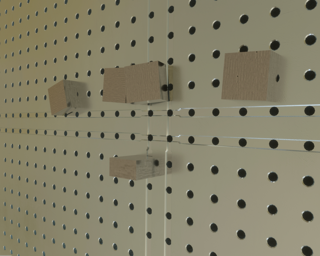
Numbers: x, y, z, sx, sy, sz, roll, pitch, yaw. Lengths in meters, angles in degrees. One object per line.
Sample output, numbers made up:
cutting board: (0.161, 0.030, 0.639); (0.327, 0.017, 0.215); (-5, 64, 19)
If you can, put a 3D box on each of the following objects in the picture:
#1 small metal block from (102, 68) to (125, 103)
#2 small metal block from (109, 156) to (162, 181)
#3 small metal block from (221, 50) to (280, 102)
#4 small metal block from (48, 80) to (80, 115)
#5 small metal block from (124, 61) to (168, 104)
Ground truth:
small metal block: (-0.058, -0.062, 0.458); (0.050, 0.025, 0.050); (8, 95, 40)
small metal block: (-0.033, 0.053, 0.421); (0.050, 0.050, 0.025); (1, 91, 40)
small metal block: (0.096, -0.054, 0.331); (0.050, 0.025, 0.050); (7, 94, 40)
small metal block: (-0.173, -0.053, 0.554); (0.050, 0.025, 0.050); (-19, 78, 38)
small metal block: (-0.018, -0.060, 0.418); (0.050, 0.025, 0.050); (-5, 87, 24)
